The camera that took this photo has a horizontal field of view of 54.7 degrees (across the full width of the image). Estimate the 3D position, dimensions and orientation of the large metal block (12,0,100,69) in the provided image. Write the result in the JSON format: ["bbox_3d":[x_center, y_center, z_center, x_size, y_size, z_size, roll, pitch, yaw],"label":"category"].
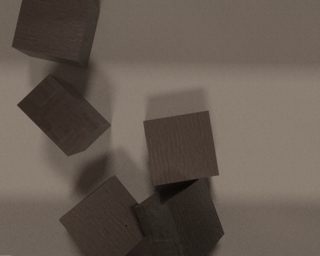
[{"bbox_3d":[-0.130,-0.128,0.397,0.080,0.050,0.080,13,90,-1],"label":"large metal block"}]

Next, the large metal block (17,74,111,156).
[{"bbox_3d":[-0.112,-0.015,0.382,0.050,0.080,0.080,-44,91,0],"label":"large metal block"}]

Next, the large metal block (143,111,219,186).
[{"bbox_3d":[0.026,0.024,0.399,0.081,0.050,0.080,-9,90,-1],"label":"large metal block"}]

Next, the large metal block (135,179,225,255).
[{"bbox_3d":[0.026,0.113,0.376,0.050,0.081,0.080,-18,94,39],"label":"large metal block"}]

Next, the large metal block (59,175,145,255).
[{"bbox_3d":[-0.066,0.117,0.385,0.080,0.050,0.080,-39,90,-22],"label":"large metal block"}]
